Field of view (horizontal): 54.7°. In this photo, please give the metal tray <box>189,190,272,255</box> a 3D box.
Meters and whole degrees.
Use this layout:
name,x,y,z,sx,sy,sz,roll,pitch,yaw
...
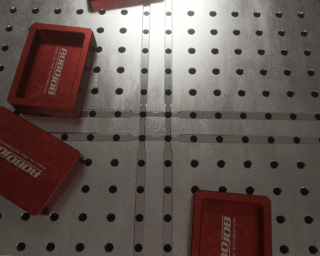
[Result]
name,x,y,z,sx,sy,sz,roll,pitch,yaw
metal tray,0.080,0.142,0.358,0.091,0.030,0.130,5,70,1

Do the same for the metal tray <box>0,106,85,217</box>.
name,x,y,z,sx,sy,sz,roll,pitch,yaw
metal tray,-0.175,0.041,0.392,0.130,0.030,0.090,29,72,9

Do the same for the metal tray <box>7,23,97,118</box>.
name,x,y,z,sx,sy,sz,roll,pitch,yaw
metal tray,-0.148,-0.083,0.437,0.091,0.030,0.130,7,70,2
